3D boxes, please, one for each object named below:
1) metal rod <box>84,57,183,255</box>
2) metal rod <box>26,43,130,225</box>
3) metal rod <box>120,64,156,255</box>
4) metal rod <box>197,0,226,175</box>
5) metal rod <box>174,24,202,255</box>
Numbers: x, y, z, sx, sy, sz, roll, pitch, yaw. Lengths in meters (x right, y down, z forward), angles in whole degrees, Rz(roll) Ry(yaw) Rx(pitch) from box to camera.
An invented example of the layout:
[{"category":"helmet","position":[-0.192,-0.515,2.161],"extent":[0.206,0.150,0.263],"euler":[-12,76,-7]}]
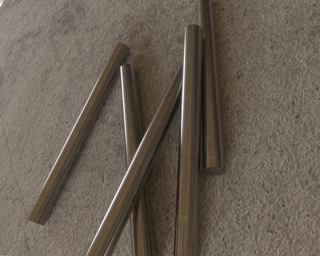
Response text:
[{"category":"metal rod","position":[-0.012,0.022,0.372],"extent":[0.025,0.025,0.300],"euler":[7,57,31]},{"category":"metal rod","position":[-0.115,-0.004,0.466],"extent":[0.025,0.025,0.300],"euler":[9,66,32]},{"category":"metal rod","position":[-0.033,0.030,0.402],"extent":[0.025,0.025,0.299],"euler":[-20,54,16]},{"category":"metal rod","position":[0.066,-0.081,0.418],"extent":[0.025,0.025,0.299],"euler":[-11,57,22]},{"category":"metal rod","position":[0.036,0.002,0.366],"extent":[0.025,0.025,0.299],"euler":[-7,64,24]}]
